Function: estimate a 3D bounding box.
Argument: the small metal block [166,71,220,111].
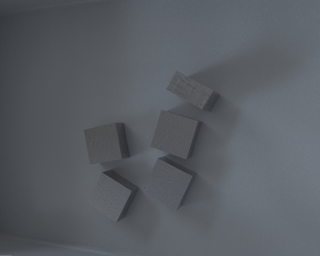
[{"bbox_3d":[0.042,-0.044,0.382,0.050,0.050,0.025,32,100,17],"label":"small metal block"}]

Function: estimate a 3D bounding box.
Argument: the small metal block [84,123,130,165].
[{"bbox_3d":[-0.074,0.022,0.436,0.050,0.025,0.050,-12,86,19],"label":"small metal block"}]

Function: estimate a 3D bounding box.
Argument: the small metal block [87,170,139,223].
[{"bbox_3d":[-0.065,0.094,0.432,0.050,0.025,0.050,29,99,17],"label":"small metal block"}]

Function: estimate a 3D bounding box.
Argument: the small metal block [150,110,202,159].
[{"bbox_3d":[0.022,0.008,0.402,0.050,0.025,0.050,18,96,18],"label":"small metal block"}]

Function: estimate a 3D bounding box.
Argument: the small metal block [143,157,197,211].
[{"bbox_3d":[0.013,0.072,0.405,0.050,0.025,0.050,26,98,17],"label":"small metal block"}]
